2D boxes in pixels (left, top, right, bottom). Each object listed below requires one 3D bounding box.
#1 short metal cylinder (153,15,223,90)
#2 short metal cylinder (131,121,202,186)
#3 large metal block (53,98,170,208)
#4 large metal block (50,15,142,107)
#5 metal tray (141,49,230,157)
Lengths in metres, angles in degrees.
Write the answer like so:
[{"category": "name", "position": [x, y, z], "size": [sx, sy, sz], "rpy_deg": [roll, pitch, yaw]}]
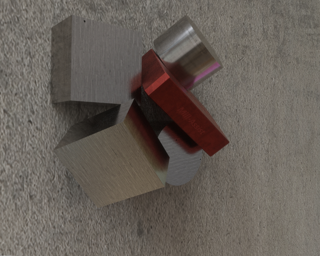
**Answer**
[{"category": "short metal cylinder", "position": [0.037, -0.095, 0.394], "size": [0.080, 0.050, 0.080], "rpy_deg": [46, 22, -24]}, {"category": "short metal cylinder", "position": [0.008, 0.030, 0.398], "size": [0.081, 0.050, 0.080], "rpy_deg": [0, 90, -40]}, {"category": "large metal block", "position": [-0.046, 0.027, 0.323], "size": [0.080, 0.080, 0.050], "rpy_deg": [60, 21, -23]}, {"category": "large metal block", "position": [-0.067, -0.065, 0.331], "size": [0.081, 0.050, 0.080], "rpy_deg": [1, 90, -40]}, {"category": "metal tray", "position": [0.027, -0.031, 0.388], "size": [0.030, 0.090, 0.130], "rpy_deg": [-40, 122, 12]}]
